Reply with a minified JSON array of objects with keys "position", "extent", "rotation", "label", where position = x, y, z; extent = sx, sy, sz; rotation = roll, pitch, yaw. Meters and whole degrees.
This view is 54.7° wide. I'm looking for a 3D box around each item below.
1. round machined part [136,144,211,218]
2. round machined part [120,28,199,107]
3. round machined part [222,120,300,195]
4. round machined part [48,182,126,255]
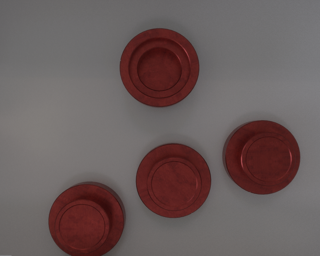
[{"position":[0.018,0.069,0.403],"extent":[0.099,0.042,0.097],"rotation":[0,90,0],"label":"round machined part"},{"position":[-0.001,-0.075,0.403],"extent":[0.099,0.042,0.097],"rotation":[0,90,0],"label":"round machined part"},{"position":[0.135,0.039,0.404],"extent":[0.099,0.042,0.097],"rotation":[0,90,0],"label":"round machined part"},{"position":[-0.096,0.122,0.402],"extent":[0.099,0.042,0.097],"rotation":[0,90,0],"label":"round machined part"}]
